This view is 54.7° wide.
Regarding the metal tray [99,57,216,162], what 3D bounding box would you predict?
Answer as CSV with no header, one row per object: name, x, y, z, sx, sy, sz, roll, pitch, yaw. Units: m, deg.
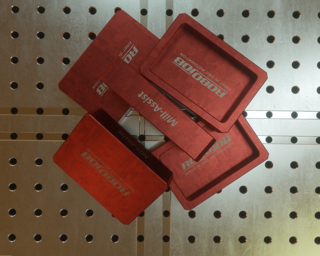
metal tray,-0.002,-0.019,0.350,0.130,0.090,0.030,41,90,-1

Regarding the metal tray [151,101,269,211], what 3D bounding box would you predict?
metal tray,0.063,0.035,0.410,0.130,0.030,0.090,-34,90,-1

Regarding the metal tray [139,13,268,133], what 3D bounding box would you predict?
metal tray,0.052,-0.065,0.381,0.130,0.030,0.090,36,90,-1

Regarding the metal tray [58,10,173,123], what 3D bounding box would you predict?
metal tray,-0.057,-0.076,0.409,0.090,0.030,0.130,39,90,-1

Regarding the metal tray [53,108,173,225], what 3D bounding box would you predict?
metal tray,-0.060,0.050,0.391,0.130,0.030,0.090,42,115,-1
